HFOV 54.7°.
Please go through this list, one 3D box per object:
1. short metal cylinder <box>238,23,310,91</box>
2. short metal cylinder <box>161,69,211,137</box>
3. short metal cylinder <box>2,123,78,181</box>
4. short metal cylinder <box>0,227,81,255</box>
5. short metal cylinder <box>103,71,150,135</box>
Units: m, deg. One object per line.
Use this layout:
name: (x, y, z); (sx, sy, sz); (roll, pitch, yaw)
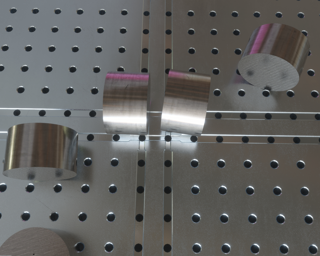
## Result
short metal cylinder: (0.153, -0.093, 0.419); (0.080, 0.080, 0.050); (24, 72, 8)
short metal cylinder: (0.032, -0.032, 0.395); (0.050, 0.080, 0.080); (9, 70, 3)
short metal cylinder: (-0.140, 0.031, 0.369); (0.081, 0.080, 0.050); (-3, 70, -1)
short metal cylinder: (-0.133, 0.152, 0.341); (0.081, 0.050, 0.080); (0, 70, 0)
short metal cylinder: (-0.040, -0.031, 0.393); (0.050, 0.080, 0.080); (3, 70, 0)
